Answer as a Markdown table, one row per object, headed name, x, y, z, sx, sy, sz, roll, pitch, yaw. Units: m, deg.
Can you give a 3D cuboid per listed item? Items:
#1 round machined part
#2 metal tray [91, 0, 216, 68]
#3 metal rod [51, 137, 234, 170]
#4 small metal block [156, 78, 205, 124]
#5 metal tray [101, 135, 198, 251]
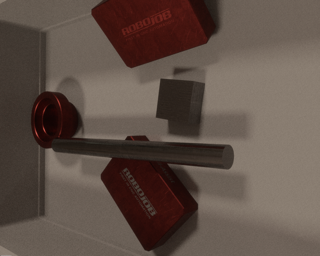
| name | x | y | z | sx | sy | sz | roll | pitch | yaw |
| --- | --- | --- | --- | --- | --- | --- | --- | --- | --- |
| round machined part | -0.181 | -0.014 | 0.542 | 0.098 | 0.042 | 0.097 | 0 | 90 | 39 |
| metal tray | -0.010 | -0.131 | 0.375 | 0.130 | 0.030 | 0.090 | -9 | 128 | 39 |
| metal rod | -0.048 | 0.028 | 0.404 | 0.300 | 0.025 | 0.025 | 0 | 90 | 39 |
| small metal block | 0.025 | -0.034 | 0.385 | 0.050 | 0.025 | 0.050 | 12 | 97 | 39 |
| metal tray | -0.020 | 0.084 | 0.418 | 0.130 | 0.030 | 0.090 | 51 | 120 | 27 |
